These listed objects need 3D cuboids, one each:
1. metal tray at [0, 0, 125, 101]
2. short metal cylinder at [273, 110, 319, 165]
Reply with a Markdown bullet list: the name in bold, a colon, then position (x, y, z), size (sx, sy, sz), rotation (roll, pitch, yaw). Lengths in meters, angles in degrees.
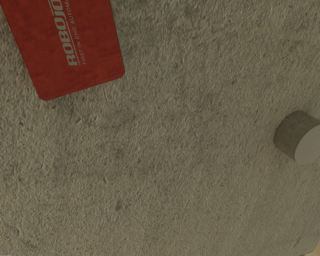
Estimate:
- **metal tray**: position (-0.091, -0.099, 0.292), size (0.091, 0.030, 0.129), rotation (-21, 127, -16)
- **short metal cylinder**: position (0.246, 0.016, 0.535), size (0.081, 0.050, 0.079), rotation (-14, 124, -21)
